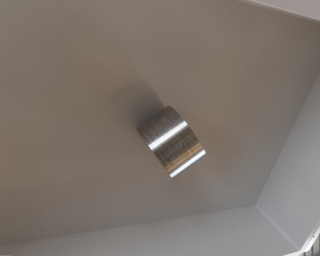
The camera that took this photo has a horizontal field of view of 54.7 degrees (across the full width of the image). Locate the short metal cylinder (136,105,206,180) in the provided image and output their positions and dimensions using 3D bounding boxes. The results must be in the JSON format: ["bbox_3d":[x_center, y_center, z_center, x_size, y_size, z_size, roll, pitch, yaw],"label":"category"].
[{"bbox_3d":[0.013,0.018,0.390,0.050,0.080,0.080,-36,130,-5],"label":"short metal cylinder"}]
